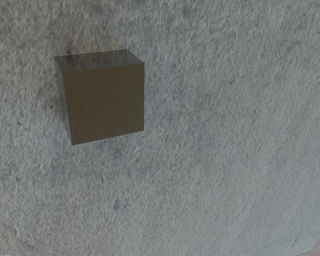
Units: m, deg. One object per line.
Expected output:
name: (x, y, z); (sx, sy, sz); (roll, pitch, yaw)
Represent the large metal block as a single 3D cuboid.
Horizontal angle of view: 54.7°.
large metal block: (-0.064, -0.035, 0.335); (0.081, 0.050, 0.079); (-12, 124, -22)
